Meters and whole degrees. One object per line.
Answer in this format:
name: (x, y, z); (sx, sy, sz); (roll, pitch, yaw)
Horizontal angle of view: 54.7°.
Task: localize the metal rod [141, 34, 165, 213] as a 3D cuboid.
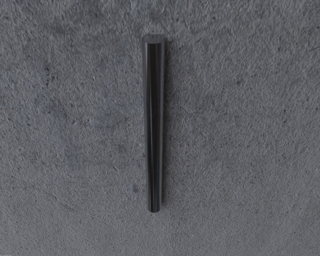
metal rod: (-0.008, 0.019, 0.424); (0.025, 0.025, 0.298); (0, 130, -1)
